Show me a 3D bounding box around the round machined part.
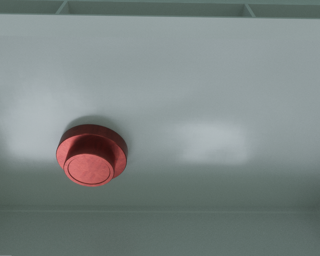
[{"bbox_3d":[-0.096,0.045,0.435,0.099,0.042,0.097,0,130,0],"label":"round machined part"}]
